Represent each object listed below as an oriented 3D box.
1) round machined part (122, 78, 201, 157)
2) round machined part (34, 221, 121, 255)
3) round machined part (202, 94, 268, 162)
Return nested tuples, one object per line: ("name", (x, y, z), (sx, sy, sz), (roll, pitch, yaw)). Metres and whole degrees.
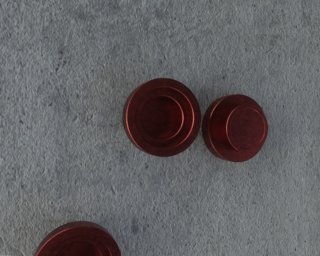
("round machined part", (0.000, -0.013, 0.400), (0.099, 0.042, 0.097), (0, 90, -20))
("round machined part", (-0.098, 0.158, 0.364), (0.099, 0.042, 0.097), (0, 90, -20))
("round machined part", (0.113, 0.001, 0.441), (0.099, 0.042, 0.097), (0, 90, -20))
